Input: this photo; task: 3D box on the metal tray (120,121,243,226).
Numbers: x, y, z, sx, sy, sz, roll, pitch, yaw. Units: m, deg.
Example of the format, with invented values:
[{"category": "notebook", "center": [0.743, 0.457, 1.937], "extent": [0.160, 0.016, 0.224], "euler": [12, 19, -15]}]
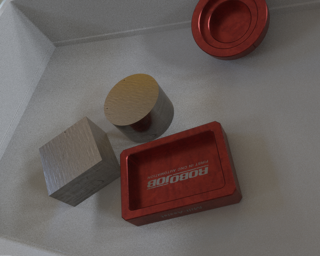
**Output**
[{"category": "metal tray", "center": [0.019, 0.053, 0.358], "extent": [0.130, 0.030, 0.090], "euler": [-18, 55, 17]}]

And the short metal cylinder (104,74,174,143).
[{"category": "short metal cylinder", "center": [-0.028, -0.026, 0.419], "extent": [0.080, 0.050, 0.080], "euler": [-13, 56, 20]}]

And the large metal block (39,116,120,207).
[{"category": "large metal block", "center": [-0.107, 0.045, 0.417], "extent": [0.080, 0.050, 0.080], "euler": [-34, 52, 5]}]

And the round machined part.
[{"category": "round machined part", "center": [0.095, -0.138, 0.413], "extent": [0.098, 0.042, 0.097], "euler": [0, 89, 28]}]
